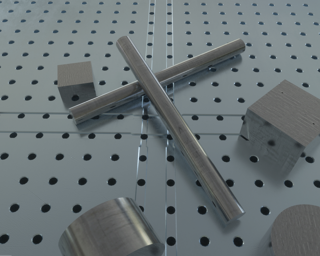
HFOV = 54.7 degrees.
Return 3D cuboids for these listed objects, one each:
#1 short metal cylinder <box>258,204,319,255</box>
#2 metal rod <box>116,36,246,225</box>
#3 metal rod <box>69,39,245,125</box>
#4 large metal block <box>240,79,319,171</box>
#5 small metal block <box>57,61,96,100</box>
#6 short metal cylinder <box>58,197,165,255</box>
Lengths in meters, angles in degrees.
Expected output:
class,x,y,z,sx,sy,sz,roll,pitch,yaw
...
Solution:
class,x,y,z,sx,sy,sz,roll,pitch,yaw
short metal cylinder,0.139,0.120,0.291,0.080,0.050,0.080,0,50,0
metal rod,0.012,-0.017,0.399,0.025,0.025,0.299,-21,60,-17
metal rod,0.009,-0.077,0.472,0.302,0.025,0.025,-26,55,-20
large metal block,0.164,-0.006,0.398,0.080,0.050,0.080,-34,58,-26
small metal block,-0.126,-0.073,0.468,0.050,0.025,0.050,-9,51,-8
short metal cylinder,-0.043,0.109,0.280,0.081,0.080,0.050,-26,55,-21
